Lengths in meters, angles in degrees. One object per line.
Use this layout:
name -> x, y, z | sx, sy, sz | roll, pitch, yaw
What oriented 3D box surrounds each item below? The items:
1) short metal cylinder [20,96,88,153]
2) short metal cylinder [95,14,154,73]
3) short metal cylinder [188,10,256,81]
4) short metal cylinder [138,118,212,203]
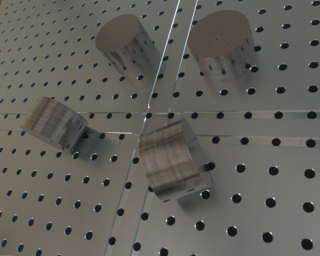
short metal cylinder -> -0.154, -0.004, 0.454 | 0.080, 0.080, 0.050 | 14, 69, 33
short metal cylinder -> -0.057, -0.138, 0.505 | 0.080, 0.050, 0.080 | -13, 56, 20
short metal cylinder -> 0.083, -0.110, 0.415 | 0.080, 0.050, 0.080 | -13, 56, 20
short metal cylinder -> 0.018, 0.036, 0.341 | 0.050, 0.080, 0.080 | -23, 54, 14
